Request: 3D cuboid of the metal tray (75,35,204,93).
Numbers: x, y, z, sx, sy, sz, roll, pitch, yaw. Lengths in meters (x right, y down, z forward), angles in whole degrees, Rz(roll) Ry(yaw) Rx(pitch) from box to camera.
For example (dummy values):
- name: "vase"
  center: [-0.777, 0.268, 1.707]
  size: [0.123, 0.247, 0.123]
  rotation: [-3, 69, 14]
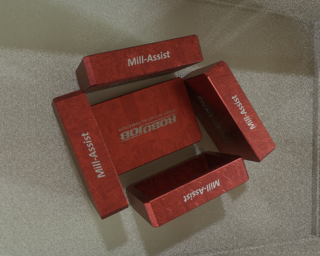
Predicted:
- name: "metal tray"
  center: [-0.027, -0.073, 0.364]
  size: [0.131, 0.090, 0.030]
  rotation: [-17, 96, -20]

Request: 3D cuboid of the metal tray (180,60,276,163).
- name: "metal tray"
  center: [0.083, -0.019, 0.407]
  size: [0.030, 0.090, 0.130]
  rotation: [-38, 103, -15]

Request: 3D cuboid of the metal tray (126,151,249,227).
- name: "metal tray"
  center: [0.031, 0.069, 0.387]
  size: [0.131, 0.090, 0.030]
  rotation: [-22, 98, -19]

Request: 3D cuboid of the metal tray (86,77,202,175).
- name: "metal tray"
  center: [-0.019, -0.004, 0.399]
  size: [0.131, 0.030, 0.090]
  rotation: [-21, 97, -19]

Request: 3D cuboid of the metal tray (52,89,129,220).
- name: "metal tray"
  center: [-0.081, 0.027, 0.344]
  size: [0.030, 0.090, 0.129]
  rotation: [-23, 98, -19]
